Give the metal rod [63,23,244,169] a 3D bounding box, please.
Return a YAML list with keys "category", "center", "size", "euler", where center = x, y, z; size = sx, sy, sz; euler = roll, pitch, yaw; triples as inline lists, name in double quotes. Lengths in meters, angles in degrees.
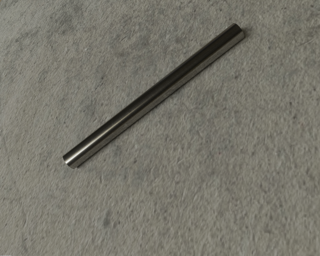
- category: "metal rod"
  center: [-0.010, -0.043, 0.434]
  size: [0.300, 0.025, 0.025]
  euler: [-38, 51, 2]
